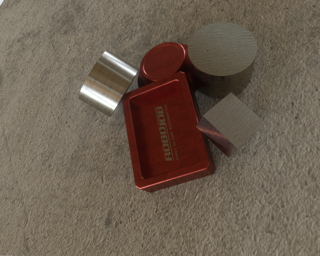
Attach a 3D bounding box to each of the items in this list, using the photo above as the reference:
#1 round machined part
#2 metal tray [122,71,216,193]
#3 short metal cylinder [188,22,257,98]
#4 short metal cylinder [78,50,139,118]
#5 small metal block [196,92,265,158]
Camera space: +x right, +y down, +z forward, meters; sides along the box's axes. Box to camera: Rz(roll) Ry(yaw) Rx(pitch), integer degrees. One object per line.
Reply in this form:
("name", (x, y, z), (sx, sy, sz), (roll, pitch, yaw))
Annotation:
("round machined part", (0.011, -0.083, 0.440), (0.098, 0.042, 0.098), (-13, 56, 21))
("metal tray", (0.007, 0.004, 0.381), (0.090, 0.030, 0.130), (-20, 64, 16))
("short metal cylinder", (0.076, -0.084, 0.387), (0.080, 0.050, 0.080), (-3, 64, 7))
("short metal cylinder", (-0.071, -0.062, 0.437), (0.050, 0.080, 0.080), (31, 74, -7))
("small metal block", (0.078, -0.004, 0.344), (0.050, 0.025, 0.050), (-38, 76, -27))
